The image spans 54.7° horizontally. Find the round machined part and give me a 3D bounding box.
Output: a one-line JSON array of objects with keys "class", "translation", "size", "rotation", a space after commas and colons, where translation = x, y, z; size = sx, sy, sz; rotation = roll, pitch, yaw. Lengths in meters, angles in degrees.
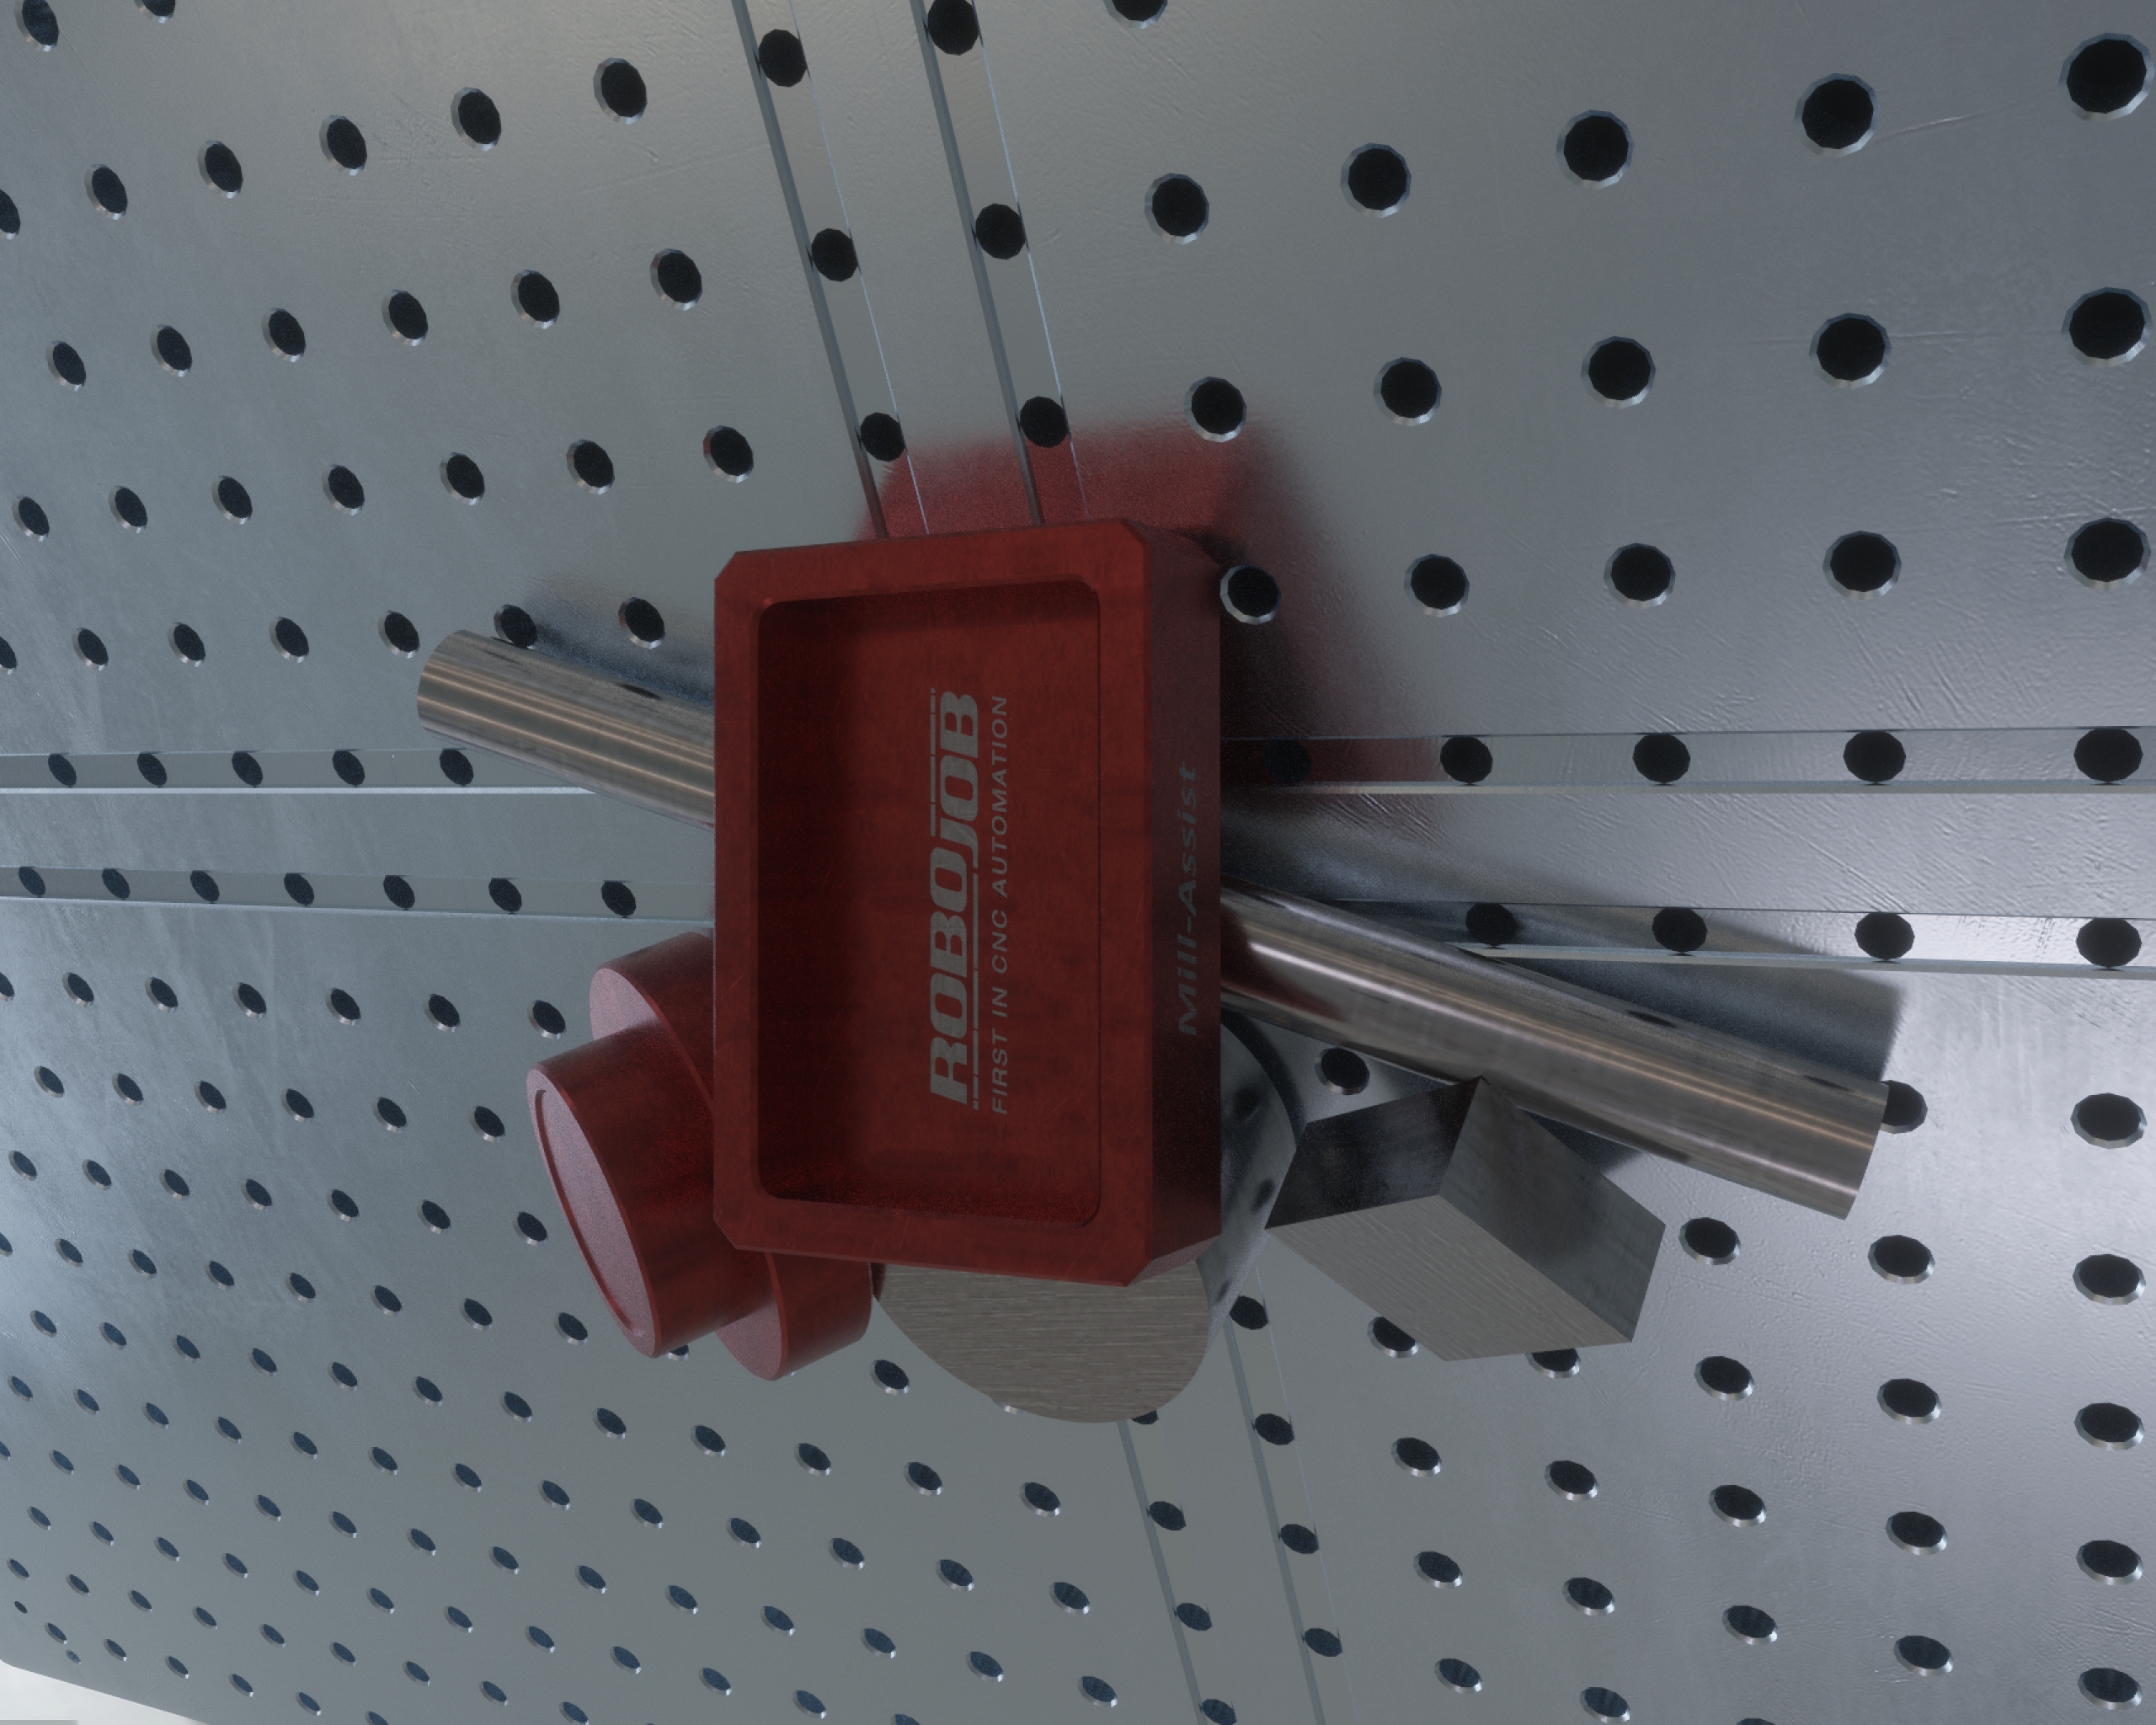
[{"class": "round machined part", "translation": [-0.086, 0.068, 0.452], "size": [0.098, 0.042, 0.097], "rotation": [43, 145, 42]}]

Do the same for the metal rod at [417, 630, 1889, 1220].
[{"class": "metal rod", "translation": [0.001, 0.006, 0.409], "size": [0.301, 0.025, 0.025], "rotation": [18, 126, 17]}]

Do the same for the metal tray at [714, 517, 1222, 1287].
[{"class": "metal tray", "translation": [-0.021, 0.007, 0.380], "size": [0.090, 0.030, 0.129], "rotation": [0, 89, 27]}]

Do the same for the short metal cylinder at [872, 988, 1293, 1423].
[{"class": "short metal cylinder", "translation": [-0.001, 0.068, 0.433], "size": [0.080, 0.050, 0.079], "rotation": [13, 124, 21]}]

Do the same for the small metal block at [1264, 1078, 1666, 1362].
[{"class": "small metal block", "translation": [0.073, 0.069, 0.397], "size": [0.050, 0.025, 0.050], "rotation": [38, 147, -18]}]
